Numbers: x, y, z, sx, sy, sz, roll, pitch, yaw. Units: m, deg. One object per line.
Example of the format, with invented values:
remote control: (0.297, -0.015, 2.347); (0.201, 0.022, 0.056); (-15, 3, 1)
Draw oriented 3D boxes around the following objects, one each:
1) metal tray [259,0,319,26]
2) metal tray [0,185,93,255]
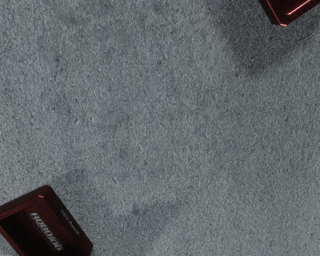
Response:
metal tray: (0.137, -0.191, 0.337); (0.090, 0.030, 0.130); (-34, 107, 11)
metal tray: (-0.173, 0.158, 0.463); (0.090, 0.030, 0.130); (-26, 108, 9)
